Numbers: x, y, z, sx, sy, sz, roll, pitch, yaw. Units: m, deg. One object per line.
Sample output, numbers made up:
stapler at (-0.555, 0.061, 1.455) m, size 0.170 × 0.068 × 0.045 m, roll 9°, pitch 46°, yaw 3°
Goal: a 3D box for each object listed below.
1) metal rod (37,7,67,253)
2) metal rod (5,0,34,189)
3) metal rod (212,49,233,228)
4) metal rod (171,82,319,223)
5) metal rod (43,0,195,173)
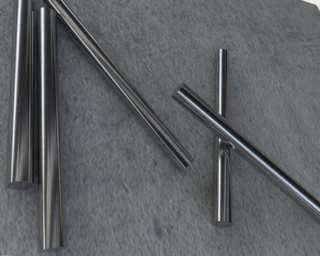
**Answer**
metal rod at (-0.125, -0.020, 0.349) m, size 0.025 × 0.025 × 0.299 m, roll 3°, pitch 60°, yaw -27°
metal rod at (-0.161, -0.076, 0.363) m, size 0.025 × 0.025 × 0.299 m, roll 3°, pitch 60°, yaw -27°
metal rod at (0.092, -0.006, 0.459) m, size 0.025 × 0.025 × 0.300 m, roll 20°, pitch 54°, yaw -17°
metal rod at (0.136, 0.044, 0.427) m, size 0.301 × 0.025 × 0.025 m, roll 39°, pitch 50°, yaw -12°
metal rod at (-0.059, -0.066, 0.413) m, size 0.025 × 0.025 × 0.300 m, roll -33°, pitch 81°, yaw -38°
